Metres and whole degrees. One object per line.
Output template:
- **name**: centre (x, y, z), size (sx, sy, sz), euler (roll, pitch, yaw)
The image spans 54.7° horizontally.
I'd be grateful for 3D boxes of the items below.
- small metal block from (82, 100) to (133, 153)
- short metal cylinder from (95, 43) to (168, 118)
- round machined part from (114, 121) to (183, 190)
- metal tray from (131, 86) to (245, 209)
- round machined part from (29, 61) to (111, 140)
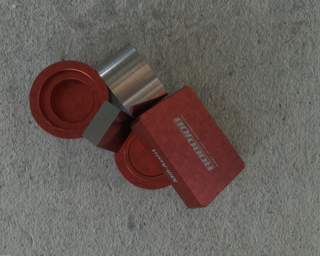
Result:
- **small metal block**: centre (-0.060, 0.000, 0.380), size (0.025, 0.050, 0.050), euler (33, 90, 24)
- **short metal cylinder**: centre (-0.035, -0.057, 0.384), size (0.050, 0.080, 0.080), euler (-38, 90, 0)
- **round machined part**: centre (-0.011, 0.032, 0.402), size (0.099, 0.042, 0.097), euler (0, 90, -1)
- **metal tray**: centre (0.037, 0.022, 0.387), size (0.091, 0.030, 0.130), euler (-36, 90, -32)
- **round machined part**: centre (-0.111, -0.035, 0.401), size (0.099, 0.042, 0.097), euler (0, 90, -1)
